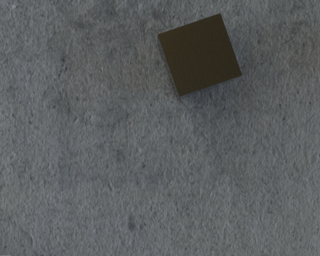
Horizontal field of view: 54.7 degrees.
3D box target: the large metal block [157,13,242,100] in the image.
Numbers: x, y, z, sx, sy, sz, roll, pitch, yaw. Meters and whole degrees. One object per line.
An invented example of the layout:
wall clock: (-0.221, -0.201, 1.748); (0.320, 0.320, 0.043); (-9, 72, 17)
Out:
large metal block: (0.048, -0.088, 0.398); (0.080, 0.050, 0.080); (-19, 90, -1)
